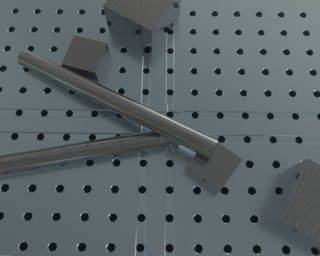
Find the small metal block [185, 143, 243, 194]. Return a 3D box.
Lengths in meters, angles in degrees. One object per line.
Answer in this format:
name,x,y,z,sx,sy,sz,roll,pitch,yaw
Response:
small metal block,0.067,0.048,0.395,0.050,0.025,0.050,36,74,12

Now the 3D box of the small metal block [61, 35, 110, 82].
small metal block,-0.106,-0.101,0.448,0.050,0.025,0.050,15,71,5

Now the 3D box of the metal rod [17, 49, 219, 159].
metal rod,-0.066,-0.038,0.407,0.301,0.025,0.025,26,72,15

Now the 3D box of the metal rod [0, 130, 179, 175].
metal rod,-0.125,0.035,0.398,0.302,0.025,0.025,-9,70,-4

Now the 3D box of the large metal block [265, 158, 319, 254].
large metal block,0.185,0.095,0.365,0.080,0.050,0.080,29,73,10

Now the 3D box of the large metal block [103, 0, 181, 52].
large metal block,-0.024,-0.175,0.462,0.080,0.050,0.080,30,73,10
